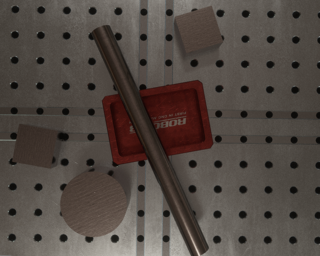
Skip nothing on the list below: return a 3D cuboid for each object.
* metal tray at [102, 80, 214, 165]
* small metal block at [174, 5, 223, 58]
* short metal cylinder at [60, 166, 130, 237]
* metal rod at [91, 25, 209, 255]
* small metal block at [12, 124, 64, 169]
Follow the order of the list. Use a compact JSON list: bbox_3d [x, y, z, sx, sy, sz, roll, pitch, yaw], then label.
[{"bbox_3d":[-0.003,-0.007,0.410,0.131,0.030,0.089,-10,90,-1],"label":"metal tray"},{"bbox_3d":[0.051,-0.128,0.414,0.050,0.025,0.050,-18,90,-1],"label":"small metal block"},{"bbox_3d":[-0.081,0.092,0.400,0.081,0.050,0.079,0,90,-1],"label":"short metal cylinder"},{"bbox_3d":[-0.012,0.016,0.382,0.025,0.025,0.299,-24,90,0],"label":"metal rod"},{"bbox_3d":[-0.161,0.023,0.411,0.050,0.025,0.050,11,90,-1],"label":"small metal block"}]
